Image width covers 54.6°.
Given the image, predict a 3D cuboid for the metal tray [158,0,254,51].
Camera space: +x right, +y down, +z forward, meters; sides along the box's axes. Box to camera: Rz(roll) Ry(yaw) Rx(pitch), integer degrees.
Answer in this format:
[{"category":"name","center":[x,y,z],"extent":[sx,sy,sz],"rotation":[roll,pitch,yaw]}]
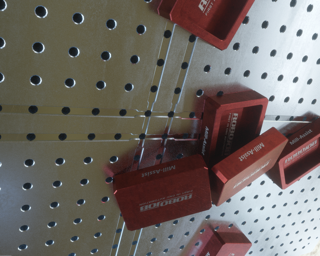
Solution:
[{"category":"metal tray","center":[0.068,-0.164,0.342],"extent":[0.091,0.030,0.129],"rotation":[18,109,-35]}]

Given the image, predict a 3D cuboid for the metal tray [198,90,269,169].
[{"category":"metal tray","center":[0.107,0.012,0.472],"extent":[0.091,0.030,0.129],"rotation":[-10,123,-23]}]

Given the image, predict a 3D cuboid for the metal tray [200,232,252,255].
[{"category":"metal tray","center":[0.123,0.277,0.645],"extent":[0.091,0.030,0.129],"rotation":[16,110,-35]}]

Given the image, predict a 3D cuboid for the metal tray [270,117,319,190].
[{"category":"metal tray","center":[0.266,0.048,0.581],"extent":[0.131,0.030,0.090],"rotation":[-31,129,-8]}]

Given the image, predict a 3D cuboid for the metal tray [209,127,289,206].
[{"category":"metal tray","center":[0.135,0.062,0.488],"extent":[0.131,0.030,0.090],"rotation":[-29,148,-20]}]

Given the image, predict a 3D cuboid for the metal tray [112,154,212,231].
[{"category":"metal tray","center":[0.006,0.095,0.450],"extent":[0.131,0.030,0.090],"rotation":[-14,126,-4]}]
